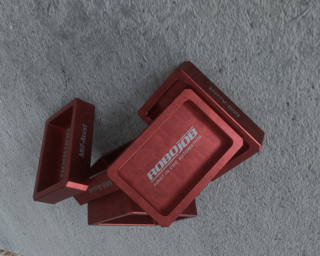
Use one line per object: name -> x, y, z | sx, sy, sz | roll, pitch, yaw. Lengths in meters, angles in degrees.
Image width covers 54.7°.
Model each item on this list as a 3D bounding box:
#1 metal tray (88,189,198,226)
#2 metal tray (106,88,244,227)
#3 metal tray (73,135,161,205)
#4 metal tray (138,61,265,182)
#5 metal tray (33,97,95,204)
metal tray -> -0.022, 0.114, 0.433 | 0.090, 0.131, 0.030 | -27, 59, 37
metal tray -> 0.016, 0.031, 0.346 | 0.090, 0.030, 0.130 | 44, 84, -3
metal tray -> -0.057, 0.053, 0.428 | 0.130, 0.090, 0.030 | -27, 104, 37
metal tray -> 0.048, -0.005, 0.376 | 0.130, 0.030, 0.090 | 43, 129, -3
metal tray -> -0.134, 0.032, 0.436 | 0.090, 0.130, 0.030 | -27, 142, 36
